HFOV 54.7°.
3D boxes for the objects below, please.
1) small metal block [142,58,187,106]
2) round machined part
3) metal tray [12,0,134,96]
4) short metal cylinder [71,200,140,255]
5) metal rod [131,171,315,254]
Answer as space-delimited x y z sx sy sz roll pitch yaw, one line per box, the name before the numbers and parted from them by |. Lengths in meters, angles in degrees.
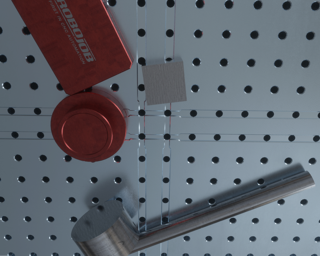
small metal block | 0.006 -0.059 0.392 0.050 0.025 0.050 -7 110 2
round machined part | -0.093 0.001 0.404 0.099 0.042 0.097 0 110 -1
metal tray | -0.099 -0.115 0.367 0.090 0.030 0.129 -24 109 8
short metal cylinder | -0.076 0.148 0.438 0.080 0.080 0.050 -24 109 8
metal rod | 0.078 0.130 0.462 0.301 0.025 0.025 -23 109 7
